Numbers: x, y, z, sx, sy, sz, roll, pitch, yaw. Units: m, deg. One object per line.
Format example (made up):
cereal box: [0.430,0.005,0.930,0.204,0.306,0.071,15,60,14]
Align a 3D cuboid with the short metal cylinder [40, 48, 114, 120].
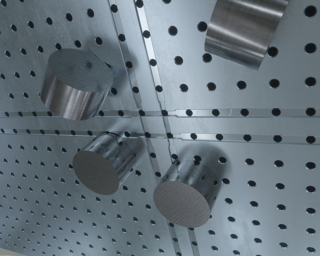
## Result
short metal cylinder: [-0.106,-0.056,0.395,0.080,0.080,0.050,37,129,3]

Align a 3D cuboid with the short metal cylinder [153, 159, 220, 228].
short metal cylinder: [0.038,0.090,0.430,0.080,0.050,0.079,13,124,20]

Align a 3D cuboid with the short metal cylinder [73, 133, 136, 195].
short metal cylinder: [-0.084,0.055,0.471,0.080,0.050,0.079,13,124,20]

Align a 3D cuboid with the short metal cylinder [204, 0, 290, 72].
short metal cylinder: [0.079,-0.096,0.274,0.050,0.080,0.079,25,127,13]
